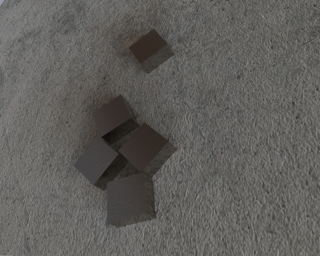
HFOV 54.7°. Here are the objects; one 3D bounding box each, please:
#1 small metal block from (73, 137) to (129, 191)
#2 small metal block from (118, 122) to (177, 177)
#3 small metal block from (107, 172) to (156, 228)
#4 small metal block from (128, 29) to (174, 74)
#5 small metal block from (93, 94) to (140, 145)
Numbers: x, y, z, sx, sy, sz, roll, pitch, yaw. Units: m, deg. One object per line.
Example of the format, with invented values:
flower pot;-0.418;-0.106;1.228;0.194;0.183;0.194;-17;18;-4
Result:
small metal block;-0.080;0.048;0.416;0.050;0.025;0.050;32;79;38
small metal block;-0.016;0.028;0.395;0.050;0.025;0.050;-48;51;-6
small metal block;-0.035;0.086;0.369;0.050;0.025;0.050;-19;54;17
small metal block;-0.014;-0.121;0.485;0.050;0.025;0.050;-36;51;4
small metal block;-0.063;-0.012;0.445;0.050;0.025;0.050;-32;52;7
